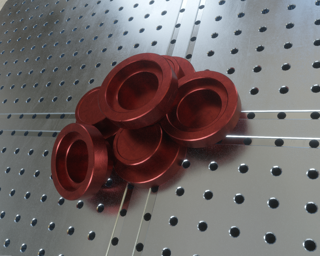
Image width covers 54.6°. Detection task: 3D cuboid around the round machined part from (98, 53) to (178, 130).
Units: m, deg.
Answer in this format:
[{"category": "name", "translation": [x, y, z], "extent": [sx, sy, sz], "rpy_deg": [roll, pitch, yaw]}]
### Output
[{"category": "round machined part", "translation": [-0.023, -0.041, 0.380], "extent": [0.098, 0.042, 0.098], "rpy_deg": [-13, 56, 21]}]

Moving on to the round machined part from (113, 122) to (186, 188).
[{"category": "round machined part", "translation": [-0.020, 0.023, 0.394], "extent": [0.098, 0.042, 0.098], "rpy_deg": [-13, 56, 21]}]

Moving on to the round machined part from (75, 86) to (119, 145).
[{"category": "round machined part", "translation": [-0.085, -0.023, 0.457], "extent": [0.098, 0.042, 0.098], "rpy_deg": [-13, 56, 21]}]

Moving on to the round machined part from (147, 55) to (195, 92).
[{"category": "round machined part", "translation": [0.002, -0.063, 0.436], "extent": [0.098, 0.042, 0.098], "rpy_deg": [-13, 56, 21]}]

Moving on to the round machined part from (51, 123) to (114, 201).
[{"category": "round machined part", "translation": [-0.099, 0.044, 0.407], "extent": [0.098, 0.042, 0.098], "rpy_deg": [-6, 80, 41]}]

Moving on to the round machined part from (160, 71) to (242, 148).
[{"category": "round machined part", "translation": [0.051, -0.019, 0.382], "extent": [0.098, 0.042, 0.098], "rpy_deg": [-13, 56, 21]}]
